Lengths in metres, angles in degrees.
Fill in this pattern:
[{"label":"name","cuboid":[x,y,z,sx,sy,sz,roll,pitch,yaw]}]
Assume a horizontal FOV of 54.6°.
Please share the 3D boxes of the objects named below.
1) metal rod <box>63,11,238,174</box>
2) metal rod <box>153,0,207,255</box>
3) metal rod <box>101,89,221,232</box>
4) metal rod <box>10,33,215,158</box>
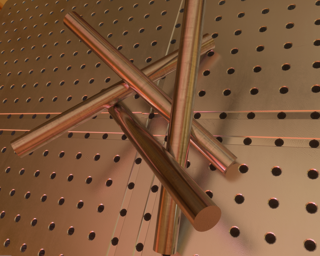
[{"label":"metal rod","cuboid":[-0.024,-0.056,0.392,0.025,0.025,0.300,-45,71,-3]},{"label":"metal rod","cuboid":[0.024,-0.017,0.343,0.025,0.025,0.299,4,84,30]},{"label":"metal rod","cuboid":[-0.024,0.010,0.363,0.025,0.025,0.300,-43,35,-1]},{"label":"metal rod","cuboid":[-0.054,-0.049,0.419,0.301,0.025,0.025,-31,50,-12]}]
